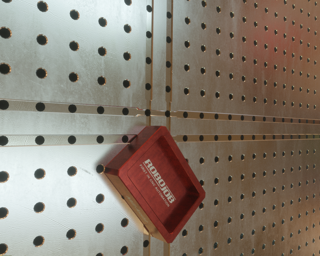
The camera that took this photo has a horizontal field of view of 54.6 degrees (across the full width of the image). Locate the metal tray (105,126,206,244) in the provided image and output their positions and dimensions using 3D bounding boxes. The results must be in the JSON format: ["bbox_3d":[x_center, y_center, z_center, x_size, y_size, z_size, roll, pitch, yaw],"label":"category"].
[{"bbox_3d":[0.000,0.073,0.404,0.090,0.030,0.130,-46,118,-30],"label":"metal tray"}]
